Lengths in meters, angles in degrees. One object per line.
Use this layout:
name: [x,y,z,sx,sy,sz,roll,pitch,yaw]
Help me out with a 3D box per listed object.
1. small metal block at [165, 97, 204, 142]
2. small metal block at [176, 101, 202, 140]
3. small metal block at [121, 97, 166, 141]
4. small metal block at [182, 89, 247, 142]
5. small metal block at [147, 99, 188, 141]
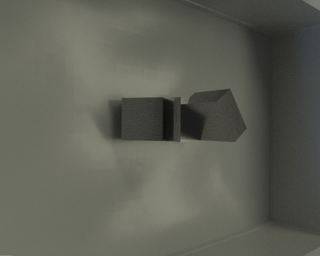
small metal block: [0.034,-0.009,0.366,0.050,0.025,0.050,1,89,-40]
small metal block: [0.038,-0.009,0.417,0.025,0.050,0.050,1,90,-6]
small metal block: [-0.017,-0.010,0.370,0.025,0.050,0.050,2,89,-74]
small metal block: [0.059,-0.013,0.339,0.025,0.050,0.050,-42,116,-31]
small metal block: [0.009,-0.009,0.395,0.025,0.050,0.050,1,89,-40]
